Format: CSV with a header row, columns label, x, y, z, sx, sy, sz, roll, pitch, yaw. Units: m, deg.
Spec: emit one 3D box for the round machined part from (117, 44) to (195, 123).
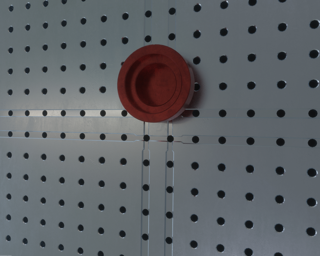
label,x,y,z,sx,sy,sz,roll,pitch,yaw
round machined part,-0.002,-0.056,0.405,0.098,0.042,0.097,0,90,20
